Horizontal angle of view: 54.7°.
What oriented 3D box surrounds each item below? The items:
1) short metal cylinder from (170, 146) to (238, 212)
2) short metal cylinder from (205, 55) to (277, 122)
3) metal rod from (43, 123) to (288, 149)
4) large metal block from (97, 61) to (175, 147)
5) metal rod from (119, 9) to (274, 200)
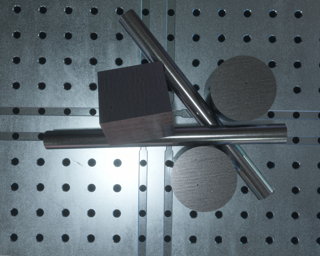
[{"bbox_3d":[0.053,0.061,0.398,0.081,0.050,0.079,0,90,0],"label":"short metal cylinder"},{"bbox_3d":[0.101,-0.048,0.398,0.081,0.050,0.079,0,90,0],"label":"short metal cylinder"},{"bbox_3d":[0.002,0.011,0.393,0.302,0.025,0.025,-2,90,6],"label":"metal rod"},{"bbox_3d":[-0.029,-0.030,0.379,0.080,0.050,0.080,-10,55,0],"label":"large metal block"},{"bbox_3d":[0.048,-0.030,0.410,0.025,0.025,0.300,-38,90,0],"label":"metal rod"}]
